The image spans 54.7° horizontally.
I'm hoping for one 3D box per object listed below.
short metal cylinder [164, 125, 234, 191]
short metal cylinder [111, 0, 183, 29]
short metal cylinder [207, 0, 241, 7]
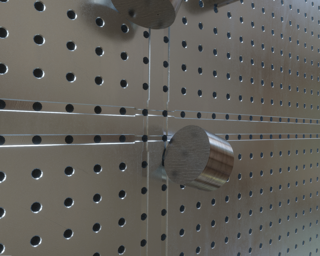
[{"bbox_3d":[0.052,0.042,0.419,0.050,0.080,0.080,24,75,-38],"label":"short metal cylinder"},{"bbox_3d":[-0.012,-0.163,0.365,0.080,0.080,0.050,32,71,-36],"label":"short metal cylinder"},{"bbox_3d":[0.106,-0.237,0.484,0.081,0.050,0.079,0,90,-40],"label":"short metal cylinder"}]
